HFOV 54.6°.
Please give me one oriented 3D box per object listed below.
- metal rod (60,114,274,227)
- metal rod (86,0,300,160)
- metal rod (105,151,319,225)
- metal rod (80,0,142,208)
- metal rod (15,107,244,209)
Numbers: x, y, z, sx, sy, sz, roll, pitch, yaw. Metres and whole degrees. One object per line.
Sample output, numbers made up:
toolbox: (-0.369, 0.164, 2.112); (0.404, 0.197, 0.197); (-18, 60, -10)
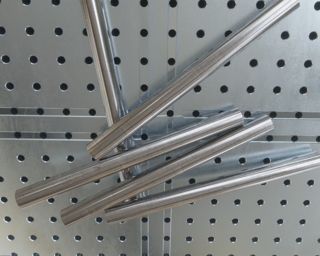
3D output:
metal rod: (0.009, 0.057, 0.414); (0.301, 0.025, 0.025); (-25, 108, 1)
metal rod: (0.034, -0.059, 0.376); (0.300, 0.025, 0.025); (-37, 106, 6)
metal rod: (0.074, 0.082, 0.428); (0.301, 0.025, 0.025); (-15, 110, -1)
metal rod: (-0.058, -0.017, 0.406); (0.025, 0.025, 0.298); (-8, 110, 3)
metal rod: (-0.036, 0.037, 0.401); (0.301, 0.025, 0.025); (-21, 109, -3)
